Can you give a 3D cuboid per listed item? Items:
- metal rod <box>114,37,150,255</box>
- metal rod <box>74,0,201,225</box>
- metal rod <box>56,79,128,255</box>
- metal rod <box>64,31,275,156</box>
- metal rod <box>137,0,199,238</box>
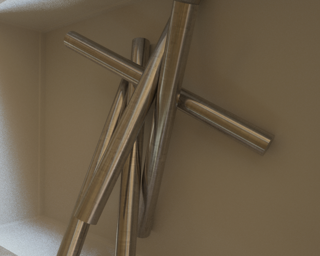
[{"bbox_3d":[-0.034,0.026,0.392,0.025,0.025,0.299,-8,72,39],"label":"metal rod"},{"bbox_3d":[-0.016,-0.039,0.345,0.025,0.025,0.299,17,77,38],"label":"metal rod"},{"bbox_3d":[-0.080,0.061,0.388,0.025,0.025,0.299,-1,63,39],"label":"metal rod"},{"bbox_3d":[-0.007,-0.053,0.375,0.300,0.025,0.025,31,110,24],"label":"metal rod"},{"bbox_3d":[0.000,0.012,0.360,0.025,0.025,0.298,31,123,35],"label":"metal rod"}]
